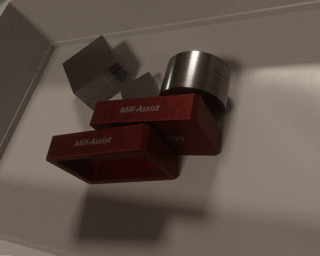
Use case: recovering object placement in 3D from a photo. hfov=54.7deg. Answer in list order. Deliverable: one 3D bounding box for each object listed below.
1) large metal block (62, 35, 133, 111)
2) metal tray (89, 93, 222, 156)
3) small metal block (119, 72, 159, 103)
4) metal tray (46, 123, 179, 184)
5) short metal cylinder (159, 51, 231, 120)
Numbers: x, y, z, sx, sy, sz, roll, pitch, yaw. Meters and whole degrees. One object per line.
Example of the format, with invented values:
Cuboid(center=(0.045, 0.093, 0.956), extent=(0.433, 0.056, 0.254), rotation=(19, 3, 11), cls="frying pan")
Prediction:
Cuboid(center=(-0.099, -0.088, 0.494), extent=(0.080, 0.050, 0.080), rotation=(-35, 52, 5), cls="large metal block")
Cuboid(center=(-0.003, 0.001, 0.364), extent=(0.130, 0.090, 0.030), rotation=(-2, 61, 27), cls="metal tray")
Cuboid(center=(-0.026, -0.045, 0.446), extent=(0.050, 0.025, 0.050), rotation=(-27, 52, 10), cls="small metal block")
Cuboid(center=(-0.054, 0.036, 0.368), extent=(0.130, 0.090, 0.030), rotation=(-8, 59, 24), cls="metal tray")
Cuboid(center=(0.043, -0.048, 0.376), extent=(0.080, 0.080, 0.050), rotation=(1, 62, 28), cls="short metal cylinder")
